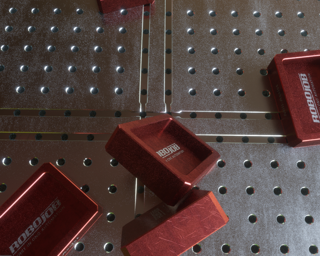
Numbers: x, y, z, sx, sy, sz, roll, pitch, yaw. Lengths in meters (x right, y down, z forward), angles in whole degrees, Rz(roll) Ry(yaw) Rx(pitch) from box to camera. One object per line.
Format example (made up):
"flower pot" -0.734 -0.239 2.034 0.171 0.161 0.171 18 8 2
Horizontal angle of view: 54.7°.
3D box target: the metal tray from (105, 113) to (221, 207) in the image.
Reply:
"metal tray" 0.010 0.027 0.349 0.090 0.131 0.030 39 111 14

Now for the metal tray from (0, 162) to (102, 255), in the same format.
"metal tray" -0.145 0.117 0.364 0.090 0.030 0.130 38 74 12

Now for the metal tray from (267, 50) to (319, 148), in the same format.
"metal tray" 0.211 -0.043 0.427 0.091 0.030 0.129 -7 70 -3

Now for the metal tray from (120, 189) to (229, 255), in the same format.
"metal tray" 0.007 0.099 0.318 0.090 0.130 0.030 -30 84 -10

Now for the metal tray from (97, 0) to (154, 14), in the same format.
"metal tray" -0.069 -0.254 0.500 0.091 0.030 0.130 -15 71 -6
